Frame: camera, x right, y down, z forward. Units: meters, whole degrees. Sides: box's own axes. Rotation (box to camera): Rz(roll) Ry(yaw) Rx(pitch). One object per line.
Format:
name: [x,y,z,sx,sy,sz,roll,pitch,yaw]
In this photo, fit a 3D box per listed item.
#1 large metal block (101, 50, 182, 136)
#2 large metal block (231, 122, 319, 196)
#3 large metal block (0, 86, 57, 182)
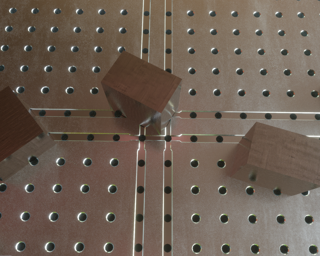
large metal block: [-0.021,-0.042,0.398,0.080,0.080,0.050,28,72,9]
large metal block: [0.138,0.040,0.370,0.080,0.080,0.050,17,71,5]
large metal block: [-0.195,0.008,0.393,0.080,0.050,0.080,-38,75,-13]
